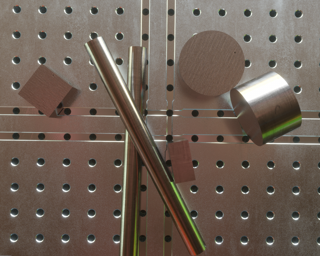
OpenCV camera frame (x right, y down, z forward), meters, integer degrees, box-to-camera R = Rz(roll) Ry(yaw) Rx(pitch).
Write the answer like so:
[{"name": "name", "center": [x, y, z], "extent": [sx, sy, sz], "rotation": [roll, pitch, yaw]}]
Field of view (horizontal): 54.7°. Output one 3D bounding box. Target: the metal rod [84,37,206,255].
[{"name": "metal rod", "center": [-0.015, 0.029, 0.392], "extent": [0.025, 0.025, 0.299], "rotation": [-26, 99, 0]}]

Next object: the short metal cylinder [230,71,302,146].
[{"name": "short metal cylinder", "center": [0.130, -0.024, 0.387], "extent": [0.050, 0.080, 0.080], "rotation": [-25, 90, 0]}]

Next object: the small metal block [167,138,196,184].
[{"name": "small metal block", "center": [0.026, 0.041, 0.401], "extent": [0.025, 0.050, 0.050], "rotation": [-11, 90, 0]}]

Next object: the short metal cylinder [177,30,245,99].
[{"name": "short metal cylinder", "center": [0.063, -0.079, 0.401], "extent": [0.081, 0.050, 0.079], "rotation": [0, 90, 0]}]

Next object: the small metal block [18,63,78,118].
[{"name": "small metal block", "center": [-0.148, -0.049, 0.412], "extent": [0.050, 0.025, 0.050], "rotation": [38, 90, 0]}]

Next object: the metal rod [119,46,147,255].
[{"name": "metal rod", "center": [-0.036, 0.043, 0.412], "extent": [0.025, 0.025, 0.298], "rotation": [3, 90, 0]}]
